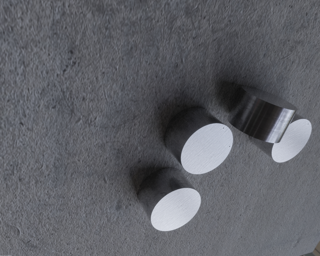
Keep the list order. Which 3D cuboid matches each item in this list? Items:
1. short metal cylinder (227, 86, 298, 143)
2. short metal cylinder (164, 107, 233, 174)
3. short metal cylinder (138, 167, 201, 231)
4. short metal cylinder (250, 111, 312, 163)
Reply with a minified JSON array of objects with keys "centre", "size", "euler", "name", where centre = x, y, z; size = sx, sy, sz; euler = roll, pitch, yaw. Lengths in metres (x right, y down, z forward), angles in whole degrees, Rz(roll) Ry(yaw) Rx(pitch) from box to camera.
[{"centre":[0.143,-0.021,0.436],"size":[0.081,0.080,0.050],"euler":[6,115,-31],"name":"short metal cylinder"},{"centre":[0.053,0.017,0.430],"size":[0.081,0.050,0.079],"euler":[-14,124,-21],"name":"short metal cylinder"},{"centre":[0.013,0.106,0.463],"size":[0.081,0.050,0.079],"euler":[-14,124,-21],"name":"short metal cylinder"},{"centre":[0.194,0.009,0.499],"size":[0.081,0.050,0.079],"euler":[-16,127,-22],"name":"short metal cylinder"}]
